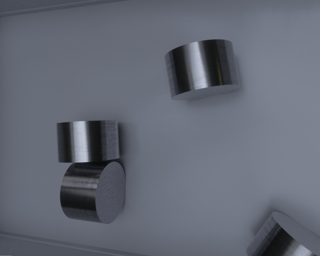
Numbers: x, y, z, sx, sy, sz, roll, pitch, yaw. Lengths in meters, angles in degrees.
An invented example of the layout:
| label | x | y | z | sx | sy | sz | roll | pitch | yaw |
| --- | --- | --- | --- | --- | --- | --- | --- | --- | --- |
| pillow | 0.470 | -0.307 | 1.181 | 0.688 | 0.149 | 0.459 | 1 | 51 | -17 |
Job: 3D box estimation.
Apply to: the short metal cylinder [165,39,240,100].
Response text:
| label | x | y | z | sx | sy | sz | roll | pitch | yaw |
| --- | --- | --- | --- | --- | --- | --- | --- | --- | --- |
| short metal cylinder | 0.049 | -0.065 | 0.364 | 0.080 | 0.080 | 0.050 | -10 | 87 | 20 |

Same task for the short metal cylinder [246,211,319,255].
| label | x | y | z | sx | sy | sz | roll | pitch | yaw |
| --- | --- | --- | --- | --- | --- | --- | --- | --- | --- |
| short metal cylinder | 0.142 | 0.136 | 0.331 | 0.080 | 0.080 | 0.050 | 34 | 101 | 16 |

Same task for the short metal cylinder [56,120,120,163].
| label | x | y | z | sx | sy | sz | roll | pitch | yaw |
| --- | --- | --- | --- | --- | --- | --- | --- | --- | --- |
| short metal cylinder | -0.096 | 0.017 | 0.415 | 0.080 | 0.080 | 0.050 | -3 | 89 | 20 |

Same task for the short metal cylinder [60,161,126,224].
| label | x | y | z | sx | sy | sz | roll | pitch | yaw |
| --- | --- | --- | --- | --- | --- | --- | --- | --- | --- |
| short metal cylinder | -0.086 | 0.083 | 0.412 | 0.050 | 0.080 | 0.080 | 1 | 91 | 20 |
